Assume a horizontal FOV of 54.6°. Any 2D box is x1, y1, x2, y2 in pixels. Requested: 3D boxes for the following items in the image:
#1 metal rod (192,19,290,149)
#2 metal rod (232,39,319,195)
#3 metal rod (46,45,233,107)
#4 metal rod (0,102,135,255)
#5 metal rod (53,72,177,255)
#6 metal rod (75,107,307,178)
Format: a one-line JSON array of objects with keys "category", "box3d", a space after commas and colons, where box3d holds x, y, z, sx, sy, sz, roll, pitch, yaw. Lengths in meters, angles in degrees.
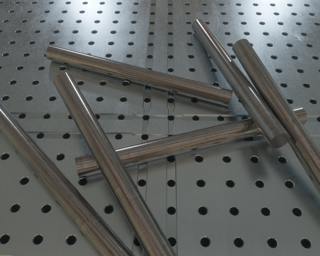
[{"category": "metal rod", "box3d": [0.104, -0.086, 0.460, 0.025, 0.025, 0.300, -10, 45, -8]}, {"category": "metal rod", "box3d": [0.162, 0.002, 0.379, 0.025, 0.025, 0.299, -14, 60, -11]}, {"category": "metal rod", "box3d": [-0.039, -0.083, 0.477, 0.301, 0.025, 0.025, 16, 52, 13]}, {"category": "metal rod", "box3d": [-0.130, 0.054, 0.361, 0.025, 0.025, 0.300, -36, 59, -26]}, {"category": "metal rod", "box3d": [-0.049, 0.048, 0.339, 0.025, 0.025, 0.299, -25, 63, -19]}, {"category": "metal rod", "box3d": [0.047, 0.015, 0.395, 0.302, 0.025, 0.025, -12, 51, -11]}]
